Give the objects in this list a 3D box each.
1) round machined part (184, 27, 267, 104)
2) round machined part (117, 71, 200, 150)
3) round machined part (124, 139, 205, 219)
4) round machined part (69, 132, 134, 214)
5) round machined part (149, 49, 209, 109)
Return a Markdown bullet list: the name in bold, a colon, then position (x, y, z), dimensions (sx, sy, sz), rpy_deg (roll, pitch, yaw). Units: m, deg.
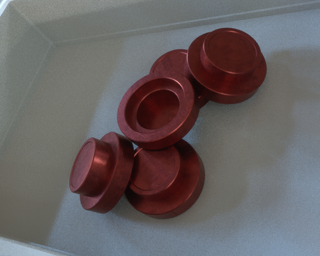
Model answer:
- **round machined part**: position (0.081, -0.081, 0.372), dimensions (0.099, 0.042, 0.098), rpy_deg (3, 63, -5)
- **round machined part**: position (0.001, -0.018, 0.374), dimensions (0.098, 0.042, 0.098), rpy_deg (-13, 56, 20)
- **round machined part**: position (-0.001, 0.052, 0.360), dimensions (0.098, 0.042, 0.098), rpy_deg (-13, 56, 20)
- **round machined part**: position (-0.075, 0.050, 0.373), dimensions (0.098, 0.042, 0.098), rpy_deg (-39, 38, 40)
- **round machined part**: position (0.024, -0.068, 0.420), dimensions (0.098, 0.042, 0.098), rpy_deg (-13, 56, 20)
